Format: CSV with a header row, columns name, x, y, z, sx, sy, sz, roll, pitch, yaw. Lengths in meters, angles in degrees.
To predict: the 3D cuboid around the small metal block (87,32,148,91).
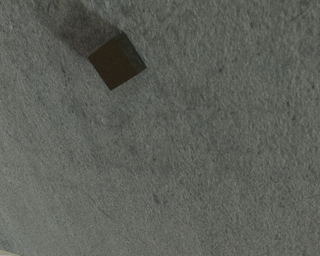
name,x,y,z,sx,sy,sz,roll,pitch,yaw
small metal block,-0.053,-0.081,0.383,0.050,0.025,0.050,-24,106,36
